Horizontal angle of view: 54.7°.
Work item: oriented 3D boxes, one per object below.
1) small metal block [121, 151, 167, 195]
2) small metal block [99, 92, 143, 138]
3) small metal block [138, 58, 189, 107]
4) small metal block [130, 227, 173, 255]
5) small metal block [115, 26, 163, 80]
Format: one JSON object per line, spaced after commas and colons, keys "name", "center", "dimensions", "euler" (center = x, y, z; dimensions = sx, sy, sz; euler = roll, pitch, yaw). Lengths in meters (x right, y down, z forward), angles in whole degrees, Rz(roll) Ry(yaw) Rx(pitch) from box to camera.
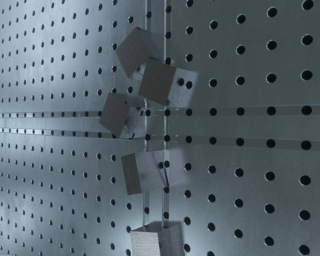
{"name": "small metal block", "center": [-0.020, 0.058, 0.408], "dimensions": [0.025, 0.050, 0.050], "euler": [-18, 79, 38]}
{"name": "small metal block", "center": [-0.058, -0.019, 0.455], "dimensions": [0.050, 0.025, 0.050], "euler": [34, 111, 34]}
{"name": "small metal block", "center": [0.003, -0.059, 0.405], "dimensions": [0.050, 0.025, 0.050], "euler": [27, 107, 36]}
{"name": "small metal block", "center": [-0.011, 0.162, 0.417], "dimensions": [0.050, 0.025, 0.050], "euler": [-13, 82, 39]}
{"name": "small metal block", "center": [-0.030, -0.103, 0.432], "dimensions": [0.050, 0.025, 0.050], "euler": [-39, 67, 33]}
